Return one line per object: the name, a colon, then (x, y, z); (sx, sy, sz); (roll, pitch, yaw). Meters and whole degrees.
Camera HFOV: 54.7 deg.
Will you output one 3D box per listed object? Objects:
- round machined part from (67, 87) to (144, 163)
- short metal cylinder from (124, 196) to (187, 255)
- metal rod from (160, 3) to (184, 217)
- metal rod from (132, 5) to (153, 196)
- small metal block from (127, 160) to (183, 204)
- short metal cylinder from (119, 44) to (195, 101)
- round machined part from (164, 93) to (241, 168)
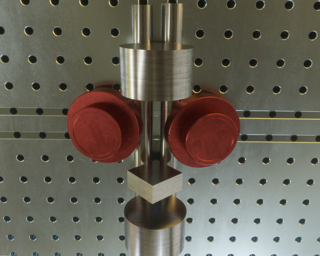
round machined part: (-0.074, 0.001, 0.391); (0.098, 0.042, 0.097); (5, 111, 13)
short metal cylinder: (-0.006, 0.128, 0.408); (0.081, 0.080, 0.050); (1, 110, -1)
metal rod: (0.013, -0.005, 0.411); (0.025, 0.025, 0.298); (1, 110, 0)
metal rod: (-0.022, -0.003, 0.411); (0.025, 0.025, 0.298); (1, 110, 0)
small metal block: (-0.007, 0.067, 0.400); (0.050, 0.050, 0.025); (-16, 116, -39)
short metal cylinder: (-0.003, -0.064, 0.337); (0.081, 0.080, 0.050); (1, 110, -1)
round machined part: (0.058, 0.008, 0.393); (0.099, 0.042, 0.097); (-6, 111, -14)
